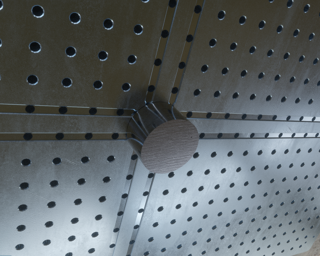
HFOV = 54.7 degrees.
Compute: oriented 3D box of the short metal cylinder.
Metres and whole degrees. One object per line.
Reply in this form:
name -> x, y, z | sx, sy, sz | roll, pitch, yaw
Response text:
short metal cylinder -> 0.003, 0.013, 0.405 | 0.081, 0.050, 0.079 | -14, 125, -21
